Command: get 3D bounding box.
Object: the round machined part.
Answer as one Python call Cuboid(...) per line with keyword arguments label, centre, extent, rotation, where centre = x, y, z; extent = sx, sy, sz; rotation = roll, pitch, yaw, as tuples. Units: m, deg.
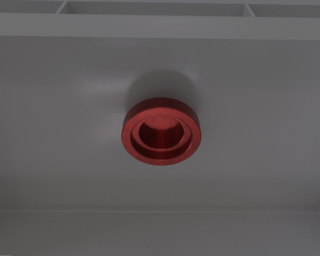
Cuboid(label="round machined part", centre=(0.002, 0.000, 0.398), extent=(0.099, 0.042, 0.097), rotation=(0, 130, 0))
